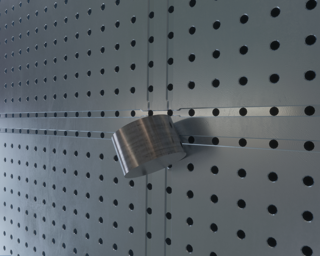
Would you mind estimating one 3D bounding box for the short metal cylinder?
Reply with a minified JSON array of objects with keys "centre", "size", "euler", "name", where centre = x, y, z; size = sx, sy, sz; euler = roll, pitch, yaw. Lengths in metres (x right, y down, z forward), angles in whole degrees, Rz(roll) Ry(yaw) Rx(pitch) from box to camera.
[{"centre":[-0.014,0.024,0.386],"size":[0.080,0.081,0.050],"euler":[-34,69,35],"name":"short metal cylinder"}]
